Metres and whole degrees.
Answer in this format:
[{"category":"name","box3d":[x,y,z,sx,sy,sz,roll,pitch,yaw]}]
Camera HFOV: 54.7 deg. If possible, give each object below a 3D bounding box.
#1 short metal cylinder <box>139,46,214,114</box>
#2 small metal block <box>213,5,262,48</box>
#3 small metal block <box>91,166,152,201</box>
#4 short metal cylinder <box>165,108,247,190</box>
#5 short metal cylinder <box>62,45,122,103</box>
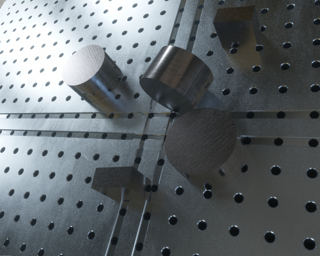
[{"category":"short metal cylinder","box3d":[0.021,-0.060,0.399,0.080,0.080,0.050,21,73,36]},{"category":"small metal block","box3d":[0.106,-0.136,0.420,0.050,0.050,0.025,8,66,31]},{"category":"small metal block","box3d":[-0.045,0.068,0.374,0.050,0.050,0.025,-6,59,25]},{"category":"short metal cylinder","box3d":[0.052,0.024,0.350,0.080,0.050,0.080,-13,56,21]},{"category":"short metal cylinder","box3d":[-0.110,-0.088,0.504,0.080,0.050,0.080,-13,56,21]}]
